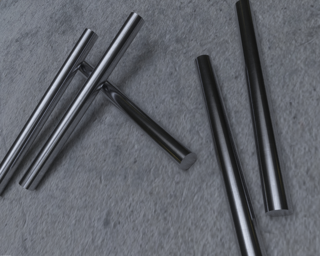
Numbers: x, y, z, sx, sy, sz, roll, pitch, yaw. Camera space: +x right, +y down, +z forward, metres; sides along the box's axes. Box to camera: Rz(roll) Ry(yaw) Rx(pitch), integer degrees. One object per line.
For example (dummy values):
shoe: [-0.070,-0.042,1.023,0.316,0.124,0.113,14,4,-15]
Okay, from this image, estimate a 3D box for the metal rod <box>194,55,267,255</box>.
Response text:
metal rod: [0.075,0.031,0.344,0.025,0.025,0.299,-19,54,17]

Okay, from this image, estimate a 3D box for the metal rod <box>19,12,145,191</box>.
metal rod: [-0.114,-0.041,0.460,0.025,0.025,0.299,30,86,37]

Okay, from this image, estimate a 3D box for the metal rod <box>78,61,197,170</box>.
metal rod: [-0.055,-0.038,0.454,0.025,0.025,0.300,-46,51,-4]

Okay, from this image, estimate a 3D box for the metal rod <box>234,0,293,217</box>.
metal rod: [0.117,-0.048,0.371,0.025,0.025,0.299,-12,57,21]

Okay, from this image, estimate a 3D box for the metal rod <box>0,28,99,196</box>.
metal rod: [-0.186,-0.029,0.496,0.025,0.025,0.299,23,80,36]
